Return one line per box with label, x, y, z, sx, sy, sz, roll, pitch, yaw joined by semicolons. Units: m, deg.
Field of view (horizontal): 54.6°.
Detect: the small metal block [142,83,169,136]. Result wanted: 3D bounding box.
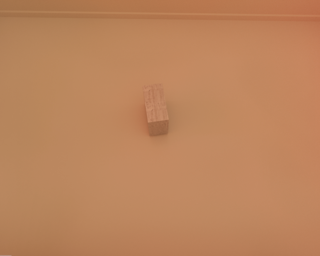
small metal block;-0.006;-0.023;0.401;0.025;0.050;0.050;-8;70;-3
